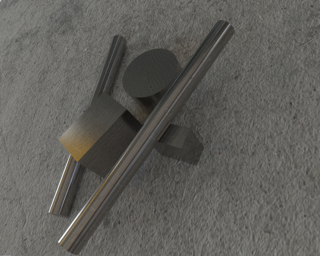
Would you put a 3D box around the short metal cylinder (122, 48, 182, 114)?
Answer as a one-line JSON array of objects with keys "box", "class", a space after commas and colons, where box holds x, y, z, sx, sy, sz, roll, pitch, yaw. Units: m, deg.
[{"box": [-0.004, -0.062, 0.427, 0.080, 0.050, 0.080, -13, 56, 20], "class": "short metal cylinder"}]

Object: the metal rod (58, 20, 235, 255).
[{"box": [-0.007, 0.001, 0.341, 0.025, 0.025, 0.300, 27, 76, 37], "class": "metal rod"}]

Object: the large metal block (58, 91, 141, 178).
[{"box": [-0.063, 0.015, 0.391, 0.080, 0.080, 0.050, -48, 52, -6], "class": "large metal block"}]

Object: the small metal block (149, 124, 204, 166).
[{"box": [0.018, 0.018, 0.367, 0.050, 0.050, 0.025, 13, 69, 33], "class": "small metal block"}]

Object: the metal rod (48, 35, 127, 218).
[{"box": [-0.101, -0.018, 0.465, 0.025, 0.025, 0.300, 0, 61, 28], "class": "metal rod"}]
